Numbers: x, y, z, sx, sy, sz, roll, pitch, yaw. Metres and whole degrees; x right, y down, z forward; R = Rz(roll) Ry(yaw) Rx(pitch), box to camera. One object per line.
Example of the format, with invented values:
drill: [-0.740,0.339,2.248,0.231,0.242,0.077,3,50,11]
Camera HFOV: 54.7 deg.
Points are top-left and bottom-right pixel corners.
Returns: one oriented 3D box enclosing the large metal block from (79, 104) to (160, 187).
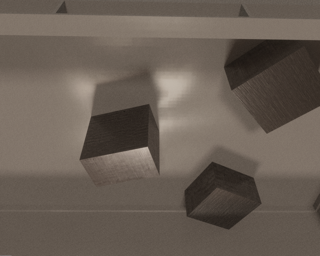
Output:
large metal block: [-0.046,0.021,0.390,0.080,0.080,0.050,-12,129,9]

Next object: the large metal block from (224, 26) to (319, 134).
large metal block: [0.132,-0.052,0.351,0.080,0.050,0.080,-32,124,24]

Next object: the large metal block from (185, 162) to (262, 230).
large metal block: [0.096,0.108,0.486,0.080,0.050,0.080,22,127,-19]
